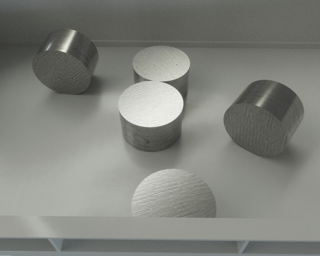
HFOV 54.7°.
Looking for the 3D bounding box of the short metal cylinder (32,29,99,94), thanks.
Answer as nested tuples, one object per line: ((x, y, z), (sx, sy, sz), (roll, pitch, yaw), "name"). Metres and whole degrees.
((-0.134, -0.095, 0.448), (0.080, 0.080, 0.050), (5, 50, 4), "short metal cylinder")

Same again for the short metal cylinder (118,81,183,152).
((-0.011, -0.016, 0.402), (0.080, 0.050, 0.080), (0, 50, 0), "short metal cylinder")

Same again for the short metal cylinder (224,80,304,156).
((0.126, -0.012, 0.380), (0.080, 0.080, 0.050), (30, 56, 23), "short metal cylinder")

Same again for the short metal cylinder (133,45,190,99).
((0.002, -0.076, 0.453), (0.080, 0.050, 0.080), (0, 50, 0), "short metal cylinder")

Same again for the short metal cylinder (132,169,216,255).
((0.013, 0.089, 0.314), (0.080, 0.050, 0.080), (0, 50, 0), "short metal cylinder")
